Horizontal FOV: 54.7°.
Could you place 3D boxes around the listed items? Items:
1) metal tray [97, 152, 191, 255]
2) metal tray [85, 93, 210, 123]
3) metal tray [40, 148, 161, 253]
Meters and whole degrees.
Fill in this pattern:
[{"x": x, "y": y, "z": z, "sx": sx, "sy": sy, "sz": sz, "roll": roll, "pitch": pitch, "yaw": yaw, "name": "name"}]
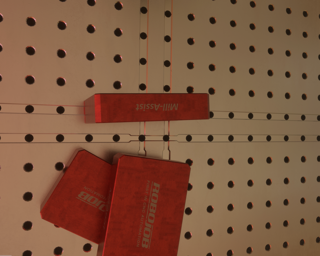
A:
[{"x": -0.019, "y": 0.100, "z": 0.372, "sx": 0.091, "sy": 0.030, "sz": 0.129, "roll": 10, "pitch": 86, "yaw": -20, "name": "metal tray"}, {"x": -0.018, "y": -0.023, "z": 0.372, "sx": 0.131, "sy": 0.090, "sz": 0.030, "roll": -2, "pitch": 91, "yaw": -20, "name": "metal tray"}, {"x": -0.067, "y": 0.094, "z": 0.386, "sx": 0.130, "sy": 0.030, "sz": 0.090, "roll": 33, "pitch": 79, "yaw": -18, "name": "metal tray"}]
